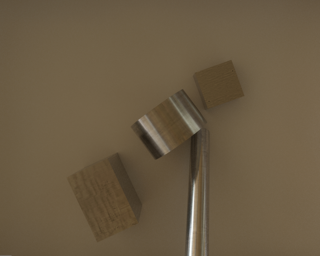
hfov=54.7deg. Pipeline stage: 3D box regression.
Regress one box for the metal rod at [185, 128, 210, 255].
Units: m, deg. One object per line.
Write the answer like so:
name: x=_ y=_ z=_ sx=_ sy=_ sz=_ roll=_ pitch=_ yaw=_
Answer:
metal rod: x=0.039 y=0.128 z=0.328 sx=0.025 sy=0.025 sz=0.300 roll=7 pitch=54 yaw=0

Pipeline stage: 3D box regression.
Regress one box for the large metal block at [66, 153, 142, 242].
large metal block: x=-0.064 y=0.080 z=0.383 sx=0.050 sy=0.080 sz=0.080 roll=-25 pitch=90 yaw=0

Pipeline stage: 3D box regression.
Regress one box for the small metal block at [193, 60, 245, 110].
small metal block: x=0.077 y=-0.056 z=0.412 sx=0.050 sy=0.025 sz=0.050 roll=-20 pitch=90 yaw=-1

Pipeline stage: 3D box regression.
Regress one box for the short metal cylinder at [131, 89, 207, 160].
short metal cylinder: x=0.011 y=-0.004 z=0.384 sx=0.080 sy=0.080 sz=0.050 roll=-36 pitch=90 yaw=0
